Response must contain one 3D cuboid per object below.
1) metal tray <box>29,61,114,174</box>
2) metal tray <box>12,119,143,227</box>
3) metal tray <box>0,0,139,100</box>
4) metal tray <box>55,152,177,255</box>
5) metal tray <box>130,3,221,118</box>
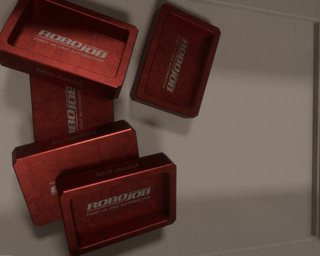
[{"bbox_3d":[-0.103,-0.012,0.370,0.091,0.030,0.129,-4,92,-20],"label":"metal tray"},{"bbox_3d":[-0.089,0.050,0.358,0.131,0.030,0.089,-16,119,-20],"label":"metal tray"},{"bbox_3d":[-0.098,-0.093,0.345,0.131,0.030,0.090,17,63,-11],"label":"metal tray"},{"bbox_3d":[-0.046,0.086,0.359,0.131,0.030,0.089,-12,118,-22],"label":"metal tray"},{"bbox_3d":[0.022,-0.087,0.416,0.091,0.030,0.129,18,84,-20],"label":"metal tray"}]
